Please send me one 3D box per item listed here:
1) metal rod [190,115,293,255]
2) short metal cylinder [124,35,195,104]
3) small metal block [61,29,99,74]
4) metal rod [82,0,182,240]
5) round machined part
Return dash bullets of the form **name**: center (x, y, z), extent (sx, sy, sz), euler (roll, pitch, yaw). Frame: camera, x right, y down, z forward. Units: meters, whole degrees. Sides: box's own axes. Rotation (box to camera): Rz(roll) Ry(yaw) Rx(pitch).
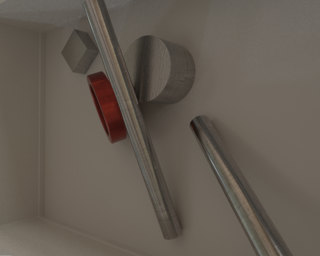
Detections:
- **metal rod**: center (0.085, 0.089, 0.258), extent (0.025, 0.025, 0.300), euler (-54, 35, 26)
- **short metal cylinder**: center (-0.003, -0.071, 0.391), extent (0.080, 0.050, 0.079), euler (0, 90, 39)
- **small metal block**: center (-0.133, -0.126, 0.514), extent (0.050, 0.025, 0.050), euler (-49, 61, 28)
- **metal rod**: center (-0.030, -0.006, 0.375), extent (0.025, 0.025, 0.298), euler (-13, 99, 39)
- **round machined part**: center (-0.063, -0.031, 0.424), extent (0.098, 0.042, 0.098), euler (160, 89, -77)
